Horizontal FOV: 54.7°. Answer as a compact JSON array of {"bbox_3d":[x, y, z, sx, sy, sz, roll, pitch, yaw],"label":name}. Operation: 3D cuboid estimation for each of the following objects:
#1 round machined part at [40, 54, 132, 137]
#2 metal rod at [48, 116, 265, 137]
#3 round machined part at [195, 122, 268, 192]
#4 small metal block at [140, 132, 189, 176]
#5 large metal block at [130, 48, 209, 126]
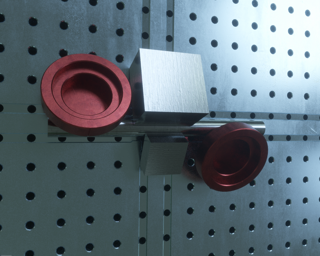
[{"bbox_3d":[-0.085,-0.034,0.358,0.099,0.042,0.098,9,61,-16],"label":"round machined part"},{"bbox_3d":[0.010,0.000,0.417,0.302,0.025,0.025,0,90,-20],"label":"metal rod"},{"bbox_3d":[0.094,0.036,0.425,0.099,0.042,0.097,-8,118,-16],"label":"round machined part"},{"bbox_3d":[0.005,0.034,0.404,0.050,0.025,0.050,1,119,-20],"label":"small metal block"},{"bbox_3d":[0.009,-0.048,0.391,0.081,0.050,0.080,1,72,-20],"label":"large metal block"}]
